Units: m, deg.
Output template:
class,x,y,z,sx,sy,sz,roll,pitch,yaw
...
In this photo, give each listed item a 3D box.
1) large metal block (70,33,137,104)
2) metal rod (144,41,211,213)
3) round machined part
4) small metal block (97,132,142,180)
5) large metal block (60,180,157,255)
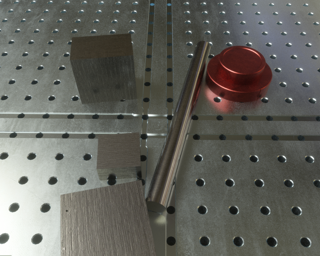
class,x,y,z,sx,sy,sz,roll,pitch,yaw
large metal block,-0.077,-0.083,0.441,0.081,0.080,0.050,-6,50,-5
metal rod,0.034,-0.025,0.428,0.025,0.025,0.300,12,51,10
round machined part,0.121,-0.088,0.472,0.099,0.042,0.098,0,50,0
small metal block,-0.049,0.034,0.379,0.050,0.025,0.050,-4,50,-3
large metal block,-0.050,0.105,0.303,0.081,0.050,0.080,-9,51,-8
